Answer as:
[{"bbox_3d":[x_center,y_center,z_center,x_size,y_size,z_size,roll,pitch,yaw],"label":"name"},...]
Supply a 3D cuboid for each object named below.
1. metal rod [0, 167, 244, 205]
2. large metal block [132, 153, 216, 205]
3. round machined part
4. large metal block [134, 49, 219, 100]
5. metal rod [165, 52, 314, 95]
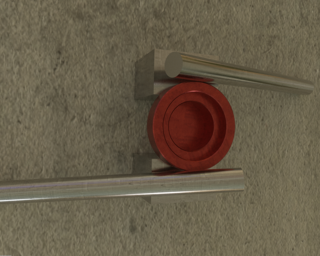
[{"bbox_3d":[-0.066,0.063,0.328,0.302,0.025,0.025,-4,92,2],"label":"metal rod"},{"bbox_3d":[0.015,0.059,0.387,0.081,0.080,0.050,1,90,-20],"label":"large metal block"},{"bbox_3d":[0.032,-0.002,0.351,0.099,0.042,0.097,0,90,-21],"label":"round machined part"},{"bbox_3d":[0.017,-0.061,0.388,0.081,0.080,0.050,1,90,-20],"label":"large metal block"},{"bbox_3d":[0.125,-0.063,0.401,0.302,0.025,0.025,-1,91,-42],"label":"metal rod"}]
